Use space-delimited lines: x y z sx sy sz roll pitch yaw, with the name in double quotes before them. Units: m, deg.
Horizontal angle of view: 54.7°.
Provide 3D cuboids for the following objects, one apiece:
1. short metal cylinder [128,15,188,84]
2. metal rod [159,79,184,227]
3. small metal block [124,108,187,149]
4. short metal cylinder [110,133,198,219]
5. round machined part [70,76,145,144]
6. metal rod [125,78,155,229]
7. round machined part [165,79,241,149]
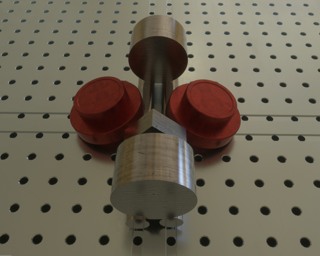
"short metal cylinder" -0.002 -0.109 0.435 0.080 0.080 0.050 1 50 0
"metal rod" 0.014 -0.016 0.420 0.025 0.025 0.300 1 50 1
"small metal block" -0.006 0.011 0.351 0.050 0.050 0.025 30 42 -30
"short metal cylinder" -0.005 0.049 0.302 0.080 0.080 0.050 1 50 0
"round machined part" -0.072 -0.030 0.405 0.098 0.042 0.098 -9 49 11
"metal rod" -0.021 -0.015 0.419 0.025 0.025 0.300 1 50 1
"round machined part" 0.059 -0.025 0.400 0.099 0.042 0.098 10 49 -11
